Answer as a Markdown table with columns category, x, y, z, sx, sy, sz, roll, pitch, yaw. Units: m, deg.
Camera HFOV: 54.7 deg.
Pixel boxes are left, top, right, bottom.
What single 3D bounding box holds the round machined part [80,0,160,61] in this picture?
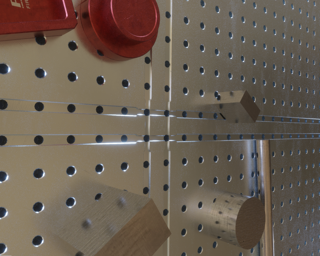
| category | x | y | z | sx | sy | sz | roll | pitch | yaw |
| --- | --- | --- | --- | --- | --- | --- | --- | --- | --- |
| round machined part | -0.039 | -0.132 | 0.365 | 0.099 | 0.042 | 0.097 | 0 | 90 | -40 |

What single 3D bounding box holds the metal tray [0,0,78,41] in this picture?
| category | x | y | z | sx | sy | sz | roll | pitch | yaw |
| --- | --- | --- | --- | --- | --- | --- | --- | --- | --- |
| metal tray | -0.139 | -0.152 | 0.288 | 0.091 | 0.030 | 0.129 | -21 | 103 | -38 |

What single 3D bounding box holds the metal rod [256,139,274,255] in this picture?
| category | x | y | z | sx | sy | sz | roll | pitch | yaw |
| --- | --- | --- | --- | --- | --- | --- | --- | --- | --- |
| metal rod | 0.196 | 0.170 | 0.573 | 0.025 | 0.025 | 0.298 | -5 | 93 | -40 |

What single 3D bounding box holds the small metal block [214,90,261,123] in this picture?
| category | x | y | z | sx | sy | sz | roll | pitch | yaw |
| --- | --- | --- | --- | --- | --- | --- | --- | --- | --- |
| small metal block | 0.124 | -0.033 | 0.496 | 0.050 | 0.050 | 0.025 | 46 | 63 | -31 |

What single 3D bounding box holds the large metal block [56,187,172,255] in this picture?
| category | x | y | z | sx | sy | sz | roll | pitch | yaw |
| --- | --- | --- | --- | --- | --- | --- | --- | --- | --- |
| large metal block | -0.050 | 0.114 | 0.332 | 0.080 | 0.080 | 0.050 | -40 | 115 | -33 |

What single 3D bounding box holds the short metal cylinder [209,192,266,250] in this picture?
| category | x | y | z | sx | sy | sz | roll | pitch | yaw |
| --- | --- | --- | --- | --- | --- | --- | --- | --- | --- |
| short metal cylinder | 0.125 | 0.147 | 0.498 | 0.081 | 0.050 | 0.079 | 0 | 90 | -40 |
